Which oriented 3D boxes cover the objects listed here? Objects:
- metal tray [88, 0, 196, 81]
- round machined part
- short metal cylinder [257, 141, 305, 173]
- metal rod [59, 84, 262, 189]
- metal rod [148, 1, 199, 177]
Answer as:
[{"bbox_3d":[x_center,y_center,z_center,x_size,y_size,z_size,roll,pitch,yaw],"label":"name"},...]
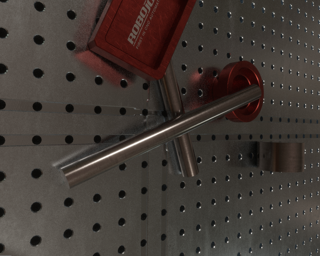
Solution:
[{"bbox_3d":[-0.016,-0.133,0.368,0.090,0.030,0.130,26,84,-26],"label":"metal tray"},{"bbox_3d":[0.124,-0.058,0.505,0.099,0.042,0.097,0,90,-40],"label":"round machined part"},{"bbox_3d":[0.217,0.050,0.559,0.081,0.080,0.050,1,89,-40],"label":"short metal cylinder"},{"bbox_3d":[0.021,-0.001,0.397,0.302,0.025,0.025,-24,106,-28],"label":"metal rod"},{"bbox_3d":[0.008,-0.075,0.417,0.025,0.025,0.298,-24,106,-38],"label":"metal rod"}]
